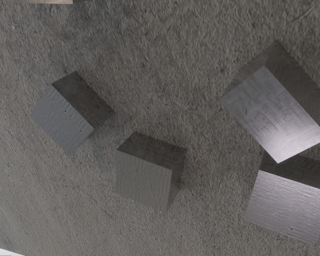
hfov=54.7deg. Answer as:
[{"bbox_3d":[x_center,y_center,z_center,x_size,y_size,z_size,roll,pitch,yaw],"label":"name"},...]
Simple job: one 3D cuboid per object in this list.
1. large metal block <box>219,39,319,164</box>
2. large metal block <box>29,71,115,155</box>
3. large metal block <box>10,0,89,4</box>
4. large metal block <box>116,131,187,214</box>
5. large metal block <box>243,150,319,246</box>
[{"bbox_3d":[0.112,-0.028,0.295,0.080,0.080,0.050,47,129,-5],"label":"large metal block"},{"bbox_3d":[-0.127,-0.020,0.445,0.080,0.050,0.080,47,129,-5],"label":"large metal block"},{"bbox_3d":[-0.103,-0.164,0.324,0.080,0.080,0.050,11,123,22],"label":"large metal block"},{"bbox_3d":[-0.014,0.061,0.436,0.080,0.050,0.079,18,126,17],"label":"large metal block"},{"bbox_3d":[0.150,0.077,0.359,0.080,0.050,0.079,17,125,18],"label":"large metal block"}]
